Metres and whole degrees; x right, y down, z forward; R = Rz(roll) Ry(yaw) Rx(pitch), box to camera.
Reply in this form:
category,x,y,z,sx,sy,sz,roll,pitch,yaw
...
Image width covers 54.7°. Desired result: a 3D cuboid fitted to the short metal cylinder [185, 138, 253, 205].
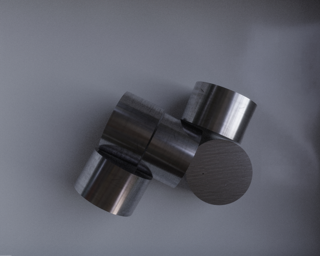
category,x,y,z,sx,sy,sz,roll,pitch,yaw
short metal cylinder,0.071,0.053,0.398,0.081,0.050,0.079,0,90,-1

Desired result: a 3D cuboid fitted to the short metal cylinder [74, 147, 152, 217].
category,x,y,z,sx,sy,sz,roll,pitch,yaw
short metal cylinder,-0.057,0.065,0.382,0.080,0.080,0.050,29,90,-1

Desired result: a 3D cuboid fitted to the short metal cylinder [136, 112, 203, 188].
category,x,y,z,sx,sy,sz,roll,pitch,yaw
short metal cylinder,0.012,0.027,0.383,0.050,0.080,0.080,27,90,-1

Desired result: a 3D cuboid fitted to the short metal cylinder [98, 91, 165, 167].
category,x,y,z,sx,sy,sz,roll,pitch,yaw
short metal cylinder,-0.034,0.001,0.382,0.050,0.080,0.080,26,90,-1

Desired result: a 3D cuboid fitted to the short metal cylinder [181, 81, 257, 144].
category,x,y,z,sx,sy,sz,roll,pitch,yaw
short metal cylinder,0.072,-0.018,0.383,0.080,0.080,0.050,23,90,-1
